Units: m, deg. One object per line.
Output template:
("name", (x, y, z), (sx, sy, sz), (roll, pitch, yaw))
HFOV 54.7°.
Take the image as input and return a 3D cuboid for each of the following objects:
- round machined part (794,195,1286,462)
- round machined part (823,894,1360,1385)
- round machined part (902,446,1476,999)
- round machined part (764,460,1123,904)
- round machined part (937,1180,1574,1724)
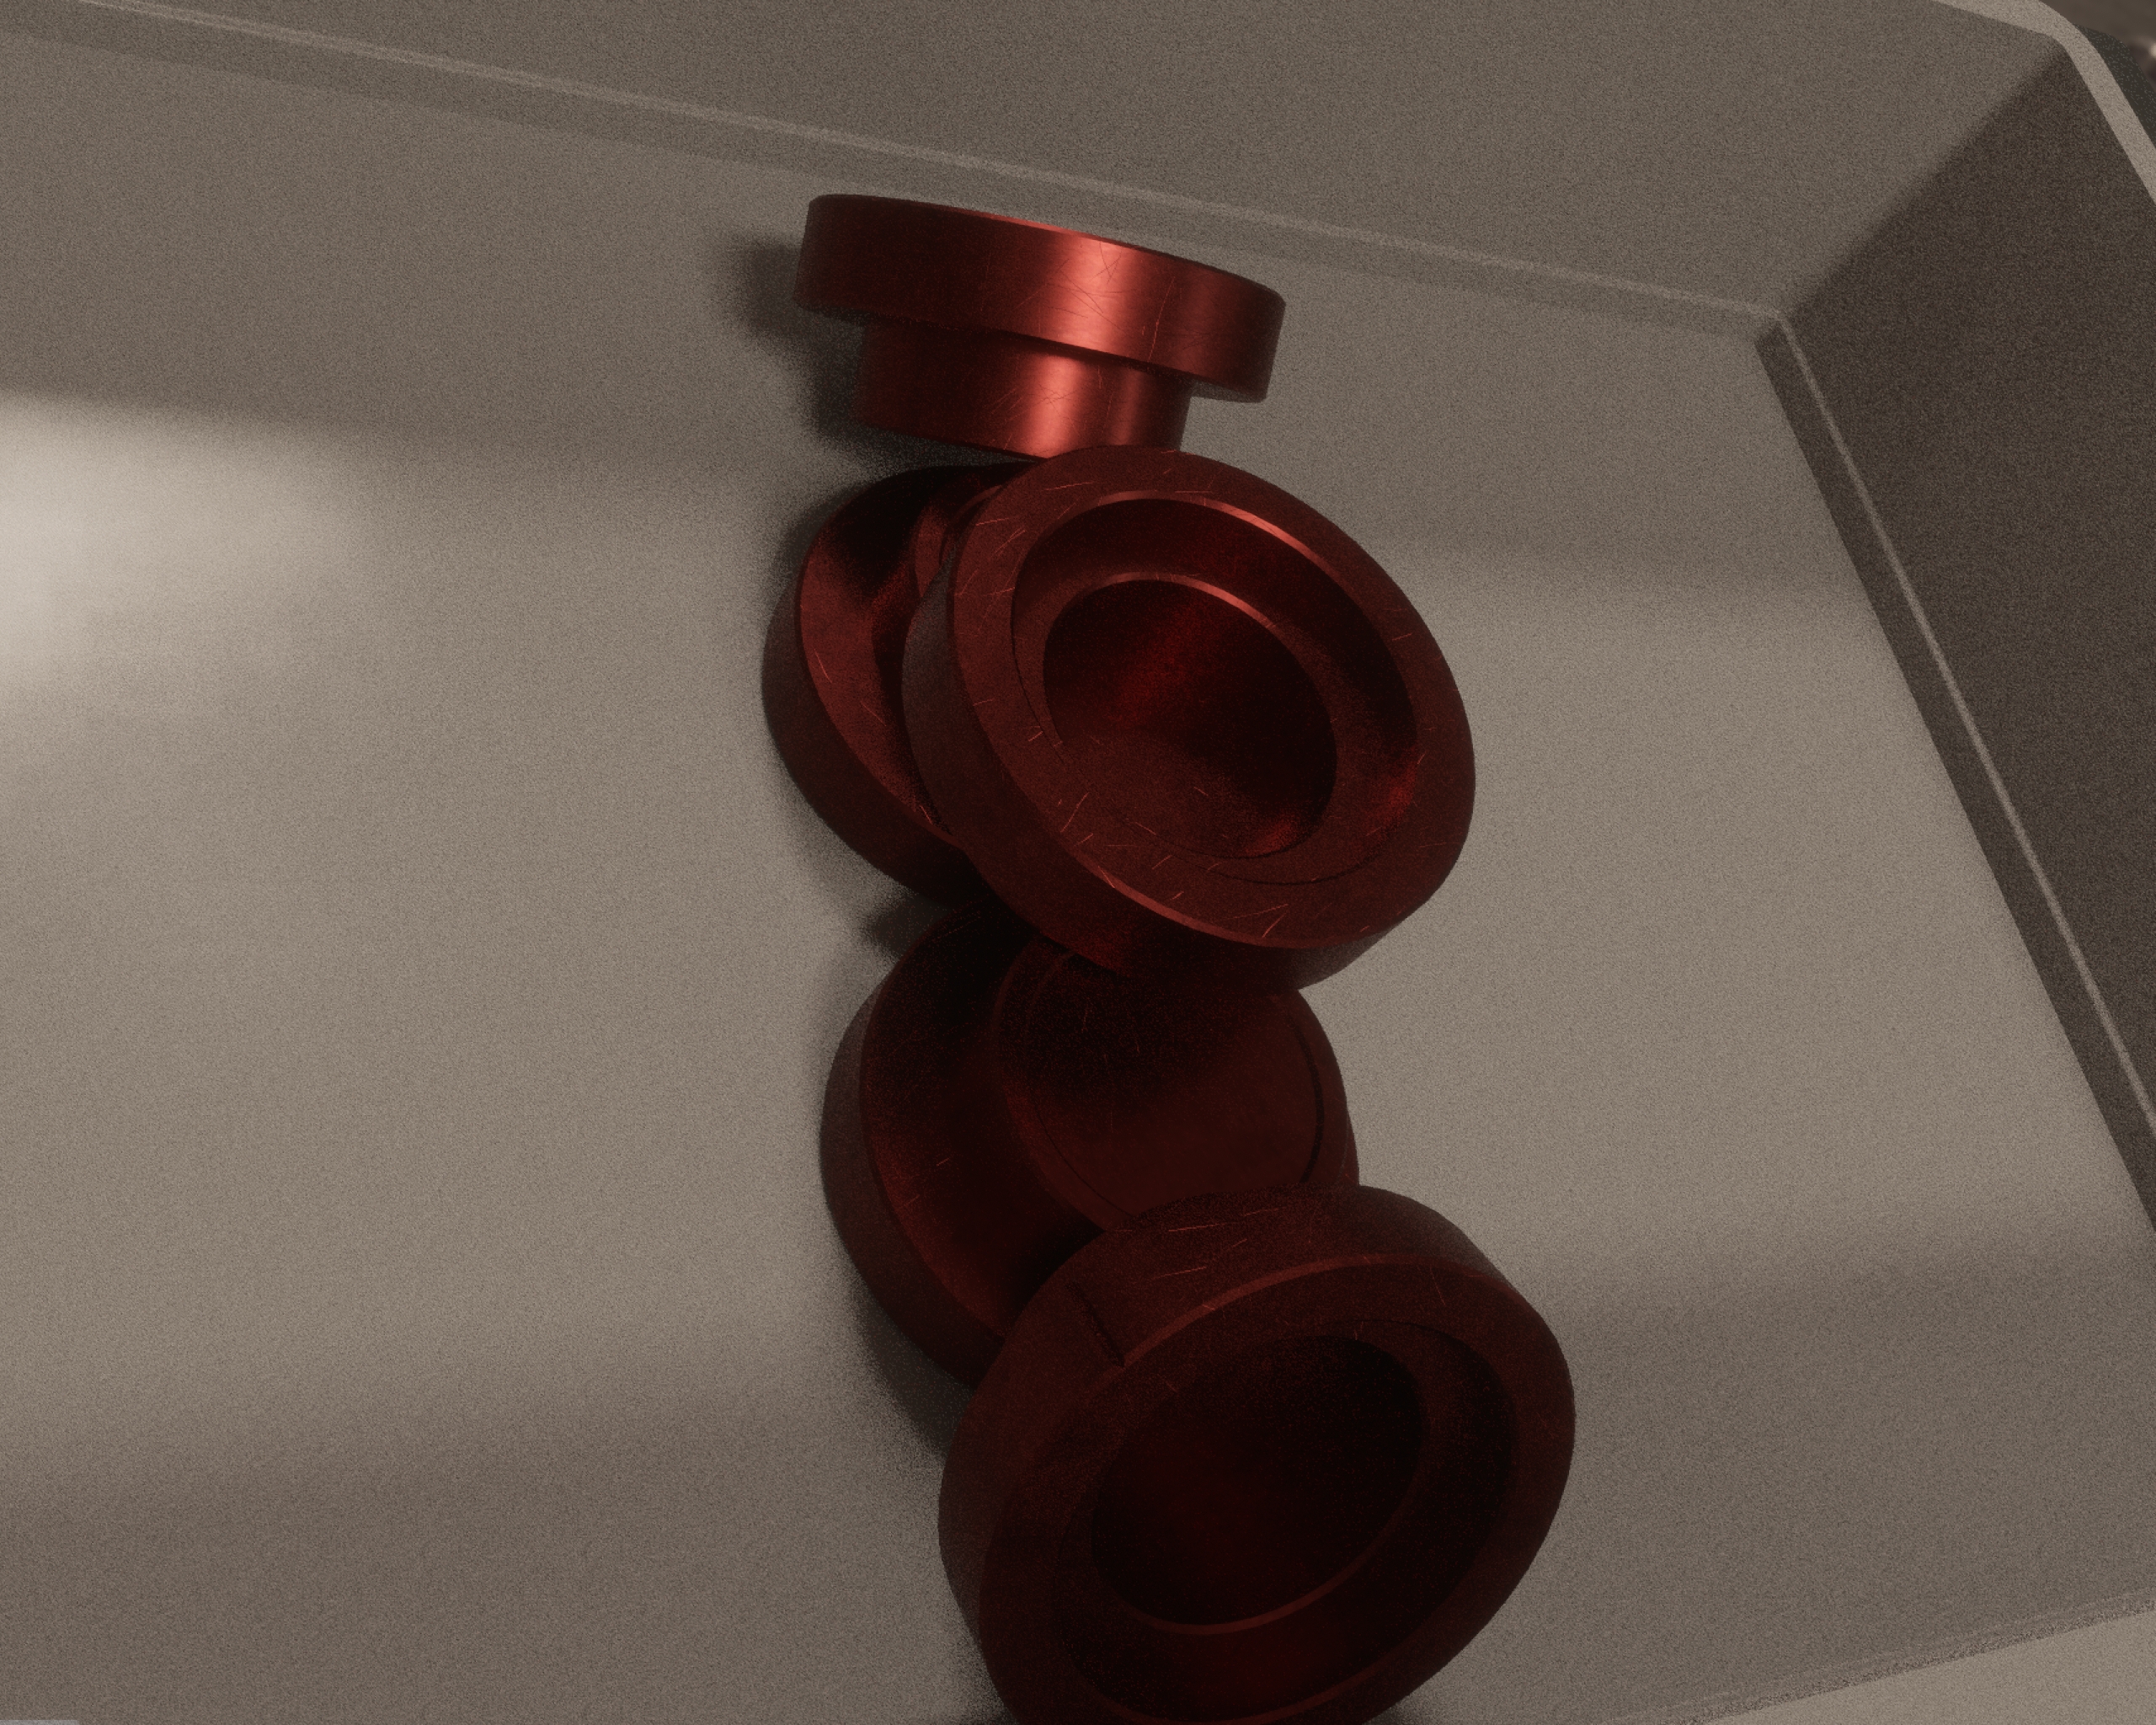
("round machined part", (-0.010, -0.104, 0.429), (0.099, 0.098, 0.042), (7, 101, -25))
("round machined part", (0.008, 0.046, 0.370), (0.099, 0.042, 0.098), (14, 56, -21))
("round machined part", (0.016, -0.020, 0.360), (0.099, 0.042, 0.098), (14, 56, -21))
("round machined part", (-0.009, -0.040, 0.414), (0.099, 0.042, 0.098), (14, 56, -21))
("round machined part", (0.025, 0.091, 0.329), (0.099, 0.097, 0.042), (6, 21, -26))
